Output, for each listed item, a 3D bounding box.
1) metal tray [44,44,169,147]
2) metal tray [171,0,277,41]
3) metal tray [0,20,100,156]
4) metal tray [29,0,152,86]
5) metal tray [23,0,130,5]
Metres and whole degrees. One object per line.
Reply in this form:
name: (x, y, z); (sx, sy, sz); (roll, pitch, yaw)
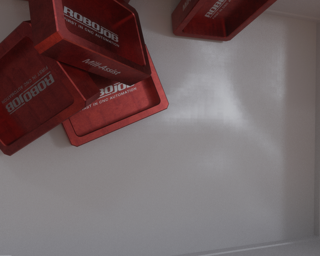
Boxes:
metal tray: (-0.065, -0.043, 0.383); (0.131, 0.030, 0.090); (-24, 98, -19)
metal tray: (0.079, -0.154, 0.381); (0.091, 0.130, 0.030); (0, 78, -20)
metal tray: (-0.136, -0.036, 0.314); (0.130, 0.030, 0.090); (-28, 103, 26)
metal tray: (-0.064, -0.101, 0.310); (0.131, 0.030, 0.090); (11, 62, -57)
metal tray: (-0.096, -0.165, 0.339); (0.131, 0.090, 0.030); (1, 88, -20)
